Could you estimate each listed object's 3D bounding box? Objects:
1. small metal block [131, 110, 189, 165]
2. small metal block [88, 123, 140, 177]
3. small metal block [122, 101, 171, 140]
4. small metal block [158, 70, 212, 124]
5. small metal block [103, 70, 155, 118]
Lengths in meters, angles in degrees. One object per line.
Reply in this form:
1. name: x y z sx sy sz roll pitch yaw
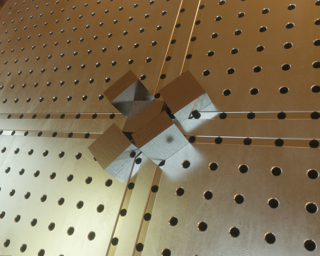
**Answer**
1. small metal block: 0.001 0.013 0.384 0.050 0.050 0.025 -36 51 4
2. small metal block: -0.063 0.029 0.424 0.050 0.025 0.050 -44 51 -3
3. small metal block: -0.017 -0.010 0.423 0.050 0.025 0.050 3 62 31
4. small metal block: 0.033 -0.042 0.417 0.050 0.025 0.050 -35 51 6
5. small metal block: -0.044 -0.047 0.444 0.050 0.050 0.025 -40 52 2
